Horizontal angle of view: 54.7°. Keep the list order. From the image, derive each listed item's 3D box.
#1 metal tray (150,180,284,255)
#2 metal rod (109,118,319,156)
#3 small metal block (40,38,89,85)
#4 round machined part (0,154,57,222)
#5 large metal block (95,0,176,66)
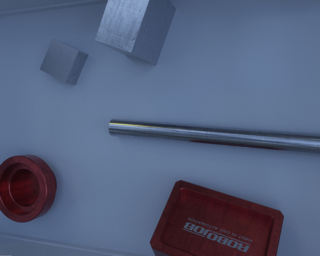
[{"bbox_3d":[0.065,0.122,0.357,0.130,0.030,0.090,15,55,19],"label":"metal tray"},{"bbox_3d":[0.076,0.010,0.383,0.301,0.025,0.025,5,92,19],"label":"metal rod"},{"bbox_3d":[-0.142,-0.098,0.459,0.050,0.025,0.050,28,99,17],"label":"small metal block"},{"bbox_3d":[-0.198,0.089,0.469,0.098,0.042,0.097,0,90,19],"label":"round machined part"},{"bbox_3d":[-0.027,-0.132,0.390,0.050,0.080,0.080,22,97,18],"label":"large metal block"}]
